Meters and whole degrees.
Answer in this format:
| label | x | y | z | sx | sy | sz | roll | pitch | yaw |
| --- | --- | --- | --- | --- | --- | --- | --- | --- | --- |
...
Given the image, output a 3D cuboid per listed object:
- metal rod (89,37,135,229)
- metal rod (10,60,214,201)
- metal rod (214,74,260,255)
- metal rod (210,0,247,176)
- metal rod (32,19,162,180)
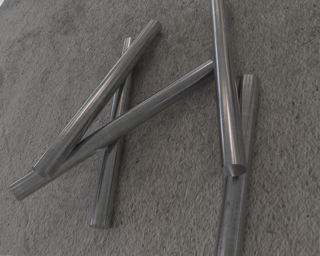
| label | x | y | z | sx | sy | sz | roll | pitch | yaw |
| --- | --- | --- | --- | --- | --- | --- | --- | --- | --- |
| metal rod | -0.060 | -0.012 | 0.442 | 0.025 | 0.025 | 0.299 | -9 | 58 | 23 |
| metal rod | -0.054 | 0.000 | 0.403 | 0.301 | 0.025 | 0.025 | -33 | 51 | -5 |
| metal rod | 0.077 | 0.073 | 0.318 | 0.025 | 0.025 | 0.300 | 0 | 61 | 28 |
| metal rod | 0.081 | -0.079 | 0.390 | 0.025 | 0.025 | 0.300 | -13 | 50 | 21 |
| metal rod | -0.071 | -0.058 | 0.433 | 0.025 | 0.025 | 0.301 | 8 | 52 | 31 |
